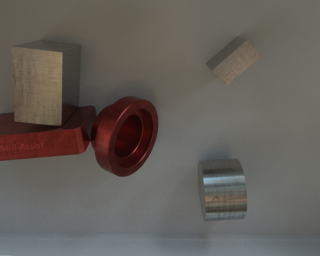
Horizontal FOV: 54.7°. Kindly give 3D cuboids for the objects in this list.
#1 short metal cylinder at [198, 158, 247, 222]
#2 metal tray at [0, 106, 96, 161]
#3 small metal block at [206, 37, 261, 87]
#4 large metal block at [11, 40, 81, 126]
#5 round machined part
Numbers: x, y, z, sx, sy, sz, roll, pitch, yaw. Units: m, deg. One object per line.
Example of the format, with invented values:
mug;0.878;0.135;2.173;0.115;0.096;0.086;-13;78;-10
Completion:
short metal cylinder;0.081;0.082;0.413;0.050;0.080;0.079;-4;110;1
metal tray;-0.149;0.005;0.376;0.131;0.090;0.030;-5;110;1
small metal block;0.085;-0.081;0.370;0.050;0.050;0.025;-41;106;13
large metal block;-0.128;-0.055;0.360;0.050;0.080;0.079;6;110;-3
round machined part;-0.047;0.007;0.384;0.042;0.099;0.097;19;113;29
